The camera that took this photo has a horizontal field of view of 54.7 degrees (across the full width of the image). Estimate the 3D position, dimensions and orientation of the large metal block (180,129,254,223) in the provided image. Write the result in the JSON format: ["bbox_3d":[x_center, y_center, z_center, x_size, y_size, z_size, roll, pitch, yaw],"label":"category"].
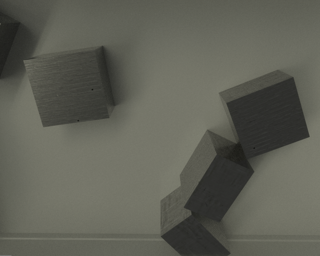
[{"bbox_3d":[0.069,0.060,0.404,0.050,0.080,0.080,25,108,-9],"label":"large metal block"}]

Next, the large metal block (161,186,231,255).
[{"bbox_3d":[0.046,0.135,0.432,0.050,0.080,0.080,-39,106,13],"label":"large metal block"}]

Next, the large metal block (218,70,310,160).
[{"bbox_3d":[0.130,-0.018,0.392,0.080,0.050,0.080,-21,109,7],"label":"large metal block"}]

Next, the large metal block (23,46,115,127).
[{"bbox_3d":[-0.105,-0.052,0.378,0.080,0.050,0.079,-8,110,3],"label":"large metal block"}]

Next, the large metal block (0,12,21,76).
[{"bbox_3d":[-0.224,-0.105,0.357,0.080,0.050,0.080,27,108,-10],"label":"large metal block"}]
